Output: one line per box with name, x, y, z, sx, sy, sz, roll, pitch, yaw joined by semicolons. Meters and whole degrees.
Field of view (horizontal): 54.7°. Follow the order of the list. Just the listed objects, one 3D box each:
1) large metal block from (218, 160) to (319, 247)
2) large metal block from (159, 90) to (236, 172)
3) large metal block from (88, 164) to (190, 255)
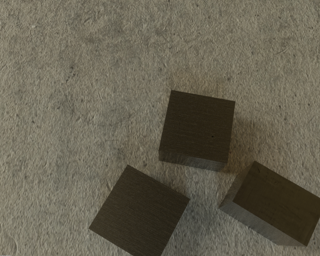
large metal block;0.120;0.087;0.348;0.080;0.080;0.050;31;73;10
large metal block;0.046;0.005;0.393;0.080;0.050;0.080;11;70;4
large metal block;-0.021;0.101;0.358;0.080;0.050;0.080;28;72;9
